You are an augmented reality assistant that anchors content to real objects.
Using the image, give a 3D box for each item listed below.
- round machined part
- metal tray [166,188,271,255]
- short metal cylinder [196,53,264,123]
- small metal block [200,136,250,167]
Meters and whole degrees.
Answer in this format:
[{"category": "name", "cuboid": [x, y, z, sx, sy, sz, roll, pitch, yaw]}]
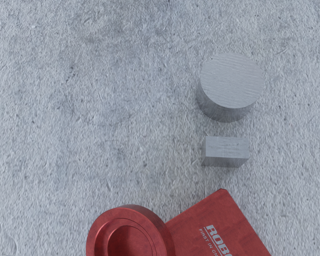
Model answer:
[{"category": "round machined part", "cuboid": [-0.028, 0.132, 0.336, 0.098, 0.042, 0.097, -1, 86, 25]}, {"category": "metal tray", "cuboid": [0.071, 0.147, 0.352, 0.090, 0.030, 0.130, -30, 73, -11]}, {"category": "short metal cylinder", "cuboid": [0.091, -0.053, 0.415, 0.081, 0.050, 0.080, 0, 70, 0]}, {"category": "small metal block", "cuboid": [0.079, 0.031, 0.384, 0.050, 0.050, 0.025, 3, 70, 1]}]
